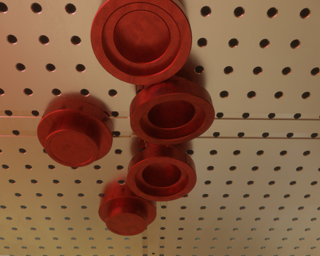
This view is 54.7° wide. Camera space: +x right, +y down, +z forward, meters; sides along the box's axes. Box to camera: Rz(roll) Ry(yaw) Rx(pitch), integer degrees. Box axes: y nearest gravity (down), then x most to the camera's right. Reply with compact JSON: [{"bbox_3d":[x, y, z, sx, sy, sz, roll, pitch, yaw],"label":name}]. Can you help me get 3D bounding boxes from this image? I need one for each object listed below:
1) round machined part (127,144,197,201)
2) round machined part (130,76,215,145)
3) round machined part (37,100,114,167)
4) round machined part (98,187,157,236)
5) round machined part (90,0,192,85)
[{"bbox_3d":[0.003,0.061,0.453,0.099,0.042,0.097,-1,130,0],"label":"round machined part"},{"bbox_3d":[0.013,-0.024,0.371,0.099,0.042,0.097,-5,144,-3],"label":"round machined part"},{"bbox_3d":[-0.113,0.015,0.411,0.099,0.042,0.097,-1,130,0],"label":"round machined part"},{"bbox_3d":[-0.055,0.147,0.525,0.099,0.042,0.097,-1,130,0],"label":"round machined part"},{"bbox_3d":[-0.018,-0.096,0.317,0.099,0.042,0.097,0,129,0],"label":"round machined part"}]
